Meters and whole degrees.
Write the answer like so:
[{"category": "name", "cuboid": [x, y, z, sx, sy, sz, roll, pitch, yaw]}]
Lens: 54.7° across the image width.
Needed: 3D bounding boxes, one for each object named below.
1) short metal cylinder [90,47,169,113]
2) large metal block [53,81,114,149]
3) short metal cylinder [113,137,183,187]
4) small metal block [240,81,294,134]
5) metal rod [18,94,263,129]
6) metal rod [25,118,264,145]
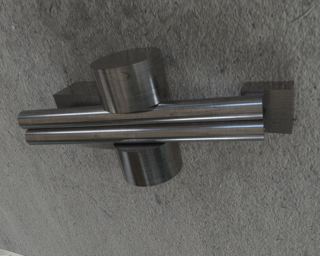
[{"category": "short metal cylinder", "cuboid": [-0.034, -0.057, 0.355, 0.080, 0.080, 0.050, 2, 119, 27]}, {"category": "large metal block", "cuboid": [-0.087, -0.019, 0.427, 0.080, 0.050, 0.080, 2, 119, 27]}, {"category": "short metal cylinder", "cuboid": [-0.014, 0.031, 0.399, 0.080, 0.080, 0.050, 2, 119, 27]}, {"category": "small metal block", "cuboid": [0.116, -0.023, 0.333, 0.050, 0.025, 0.050, 3, 120, 27]}, {"category": "metal rod", "cuboid": [-0.039, -0.016, 0.361, 0.301, 0.025, 0.025, -2, 118, 20]}, {"category": "metal rod", "cuboid": [-0.034, 0.006, 0.372, 0.301, 0.025, 0.025, -2, 118, 20]}]
